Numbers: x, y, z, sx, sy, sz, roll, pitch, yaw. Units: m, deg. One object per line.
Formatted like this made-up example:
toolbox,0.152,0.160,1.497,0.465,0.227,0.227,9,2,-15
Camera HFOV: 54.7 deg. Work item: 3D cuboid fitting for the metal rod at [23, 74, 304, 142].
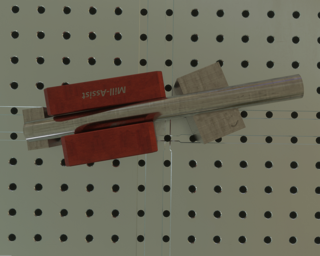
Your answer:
metal rod,-0.005,-0.019,0.338,0.301,0.025,0.025,-9,90,9

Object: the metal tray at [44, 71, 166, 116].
metal tray,-0.061,-0.039,0.379,0.131,0.090,0.030,-9,91,-1

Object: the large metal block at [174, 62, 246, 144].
large metal block,0.057,-0.028,0.386,0.050,0.080,0.080,-23,90,0

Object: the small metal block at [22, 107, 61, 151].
small metal block,-0.150,0.001,0.399,0.025,0.050,0.050,-8,90,0

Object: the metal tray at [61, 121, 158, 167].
metal tray,-0.050,0.015,0.360,0.091,0.130,0.030,-9,91,-1
